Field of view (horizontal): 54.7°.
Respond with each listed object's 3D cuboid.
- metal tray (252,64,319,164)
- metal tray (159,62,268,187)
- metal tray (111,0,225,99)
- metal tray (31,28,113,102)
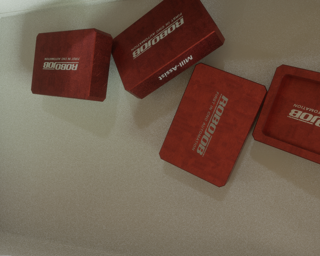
[{"bbox_3d":[0.176,-0.008,0.327,0.130,0.030,0.089,23,99,32],"label":"metal tray"},{"bbox_3d":[0.065,-0.004,0.385,0.090,0.030,0.129,25,98,18],"label":"metal tray"},{"bbox_3d":[0.004,-0.108,0.391,0.130,0.030,0.090,-32,59,17],"label":"metal tray"},{"bbox_3d":[-0.127,-0.087,0.434,0.130,0.030,0.089,9,93,36],"label":"metal tray"}]
